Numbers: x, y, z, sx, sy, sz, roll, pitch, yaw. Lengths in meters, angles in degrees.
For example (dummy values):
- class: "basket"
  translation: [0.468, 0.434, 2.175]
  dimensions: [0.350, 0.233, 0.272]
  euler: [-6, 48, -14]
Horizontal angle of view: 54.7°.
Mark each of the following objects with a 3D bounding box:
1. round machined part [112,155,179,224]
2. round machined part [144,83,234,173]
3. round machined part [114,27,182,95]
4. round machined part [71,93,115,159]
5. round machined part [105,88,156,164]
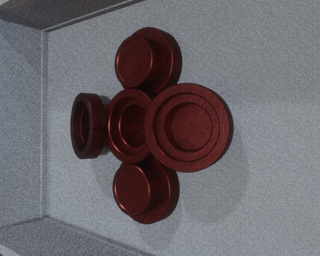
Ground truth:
- class: "round machined part"
  translation: [-0.026, 0.080, 0.415]
  dimensions: [0.098, 0.042, 0.097]
  euler: [0, 90, 40]
- class: "round machined part"
  translation: [0.035, 0.000, 0.354]
  dimensions: [0.098, 0.042, 0.097]
  euler: [0, 90, 23]
- class: "round machined part"
  translation: [-0.023, -0.085, 0.412]
  dimensions: [0.098, 0.042, 0.097]
  euler: [0, 90, 40]
- class: "round machined part"
  translation: [-0.099, -0.003, 0.465]
  dimensions: [0.098, 0.042, 0.097]
  euler: [0, 89, 57]
- class: "round machined part"
  translation: [-0.027, -0.003, 0.415]
  dimensions: [0.098, 0.042, 0.097]
  euler: [0, 90, 40]
